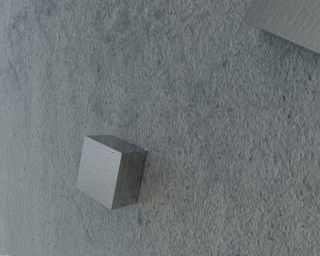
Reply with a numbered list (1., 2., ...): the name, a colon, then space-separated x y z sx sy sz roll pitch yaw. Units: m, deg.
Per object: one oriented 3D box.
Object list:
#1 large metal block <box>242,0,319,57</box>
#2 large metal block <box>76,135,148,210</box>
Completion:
1. large metal block: 0.136 -0.114 0.276 0.080 0.050 0.079 39 114 33
2. large metal block: -0.070 0.060 0.447 0.080 0.050 0.079 20 102 38
